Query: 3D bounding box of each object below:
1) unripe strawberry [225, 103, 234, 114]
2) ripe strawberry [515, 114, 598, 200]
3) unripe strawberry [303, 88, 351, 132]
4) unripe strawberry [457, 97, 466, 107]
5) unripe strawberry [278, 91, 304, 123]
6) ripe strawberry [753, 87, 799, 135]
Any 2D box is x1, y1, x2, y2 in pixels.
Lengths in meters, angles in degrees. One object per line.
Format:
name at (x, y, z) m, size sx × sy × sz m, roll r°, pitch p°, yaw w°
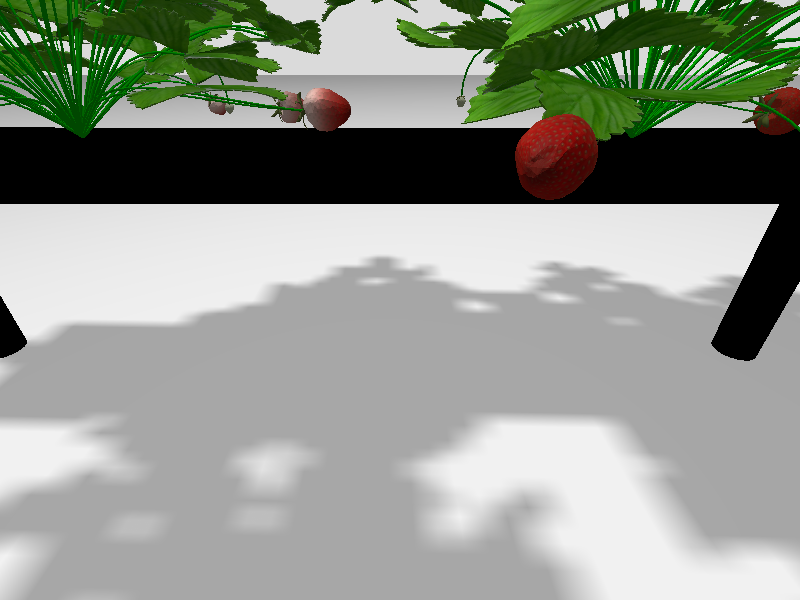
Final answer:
unripe strawberry at (-0.199, -0.223, 0.466) m, size 0.011 × 0.011 × 0.010 m, roll 11°, pitch 32°, yaw 18°
ripe strawberry at (0.065, -0.061, 0.174) m, size 0.034 × 0.036 × 0.037 m, roll 21°, pitch 37°, yaw 31°
unripe strawberry at (-0.062, -0.162, 0.342) m, size 0.040 × 0.034 × 0.039 m, roll -3°, pitch 31°, yaw -7°
unripe strawberry at (0.070, -0.229, 0.463) m, size 0.011 × 0.011 × 0.010 m, roll -20°, pitch 36°, yaw -30°
unripe strawberry at (-0.106, -0.190, 0.396) m, size 0.027 × 0.029 × 0.025 m, roll -16°, pitch 34°, yaw -25°
ripe strawberry at (0.331, -0.162, 0.345) m, size 0.038 × 0.037 × 0.035 m, roll -6°, pitch 31°, yaw -10°
